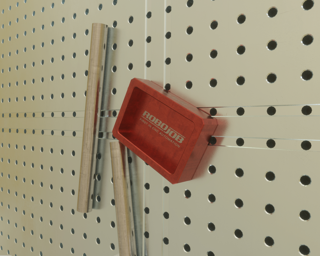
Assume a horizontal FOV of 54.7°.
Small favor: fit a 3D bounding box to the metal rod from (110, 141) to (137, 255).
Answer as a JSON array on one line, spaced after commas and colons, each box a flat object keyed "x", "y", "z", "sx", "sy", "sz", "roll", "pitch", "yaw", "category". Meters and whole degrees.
[{"x": -0.047, "y": 0.168, "z": 0.445, "sx": 0.025, "sy": 0.025, "sz": 0.298, "roll": -10, "pitch": 84, "yaw": 39, "category": "metal rod"}]

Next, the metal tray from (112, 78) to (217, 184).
[{"x": 0.000, "y": 0.000, "z": 0.404, "sx": 0.130, "sy": 0.030, "sz": 0.089, "roll": 35, "pitch": 111, "yaw": 34, "category": "metal tray"}]

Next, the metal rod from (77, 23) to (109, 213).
[{"x": -0.108, "y": -0.013, "z": 0.495, "sx": 0.025, "sy": 0.025, "sz": 0.298, "roll": 10, "pitch": 96, "yaw": 39, "category": "metal rod"}]
